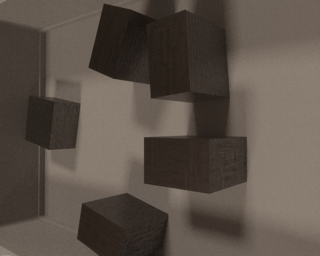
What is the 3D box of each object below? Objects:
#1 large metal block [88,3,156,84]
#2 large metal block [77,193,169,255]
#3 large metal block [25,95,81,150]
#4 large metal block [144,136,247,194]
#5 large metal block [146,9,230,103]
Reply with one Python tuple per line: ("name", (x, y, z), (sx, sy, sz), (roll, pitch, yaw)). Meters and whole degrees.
("large metal block", (-0.035, -0.104, 0.398), (0.050, 0.081, 0.079), (28, 107, 36))
("large metal block", (-0.049, 0.130, 0.409), (0.080, 0.081, 0.050), (17, 101, 38))
("large metal block", (-0.189, -0.011, 0.543), (0.080, 0.050, 0.079), (14, 99, 39))
("large metal block", (0.040, 0.035, 0.337), (0.080, 0.081, 0.050), (0, 90, 39))
("large metal block", (0.033, -0.073, 0.342), (0.050, 0.081, 0.080), (-6, 86, 39))
